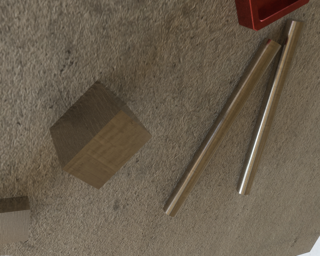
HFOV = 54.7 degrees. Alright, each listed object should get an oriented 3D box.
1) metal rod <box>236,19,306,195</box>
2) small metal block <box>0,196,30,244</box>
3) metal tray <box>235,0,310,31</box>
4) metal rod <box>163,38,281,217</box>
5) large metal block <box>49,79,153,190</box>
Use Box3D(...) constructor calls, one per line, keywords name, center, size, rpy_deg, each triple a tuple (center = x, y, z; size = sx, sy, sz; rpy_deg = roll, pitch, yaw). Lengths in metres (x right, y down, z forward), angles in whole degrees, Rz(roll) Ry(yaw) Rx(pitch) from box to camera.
Box3D(name="metal rod", center=(0.168, -0.016, 0.491), size=(0.025, 0.025, 0.298), rpy_deg=(-7, 122, -25))
Box3D(name="small metal block", center=(-0.187, 0.113, 0.375), size=(0.050, 0.025, 0.050), rpy_deg=(0, 119, -29))
Box3D(name="metal tray", center=(0.127, -0.191, 0.356), size=(0.090, 0.030, 0.129), rpy_deg=(-31, 129, -9))
Box3D(name="metal rod", center=(0.085, 0.009, 0.460), size=(0.025, 0.025, 0.298), rpy_deg=(17, 109, -35))
Box3D(name="large metal block", center=(-0.067, 0.005, 0.338), size=(0.080, 0.080, 0.050), rpy_deg=(-45, 130, 3))
